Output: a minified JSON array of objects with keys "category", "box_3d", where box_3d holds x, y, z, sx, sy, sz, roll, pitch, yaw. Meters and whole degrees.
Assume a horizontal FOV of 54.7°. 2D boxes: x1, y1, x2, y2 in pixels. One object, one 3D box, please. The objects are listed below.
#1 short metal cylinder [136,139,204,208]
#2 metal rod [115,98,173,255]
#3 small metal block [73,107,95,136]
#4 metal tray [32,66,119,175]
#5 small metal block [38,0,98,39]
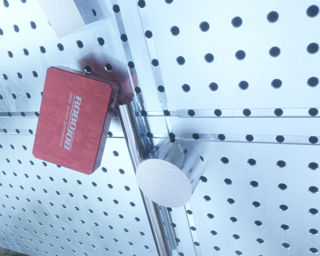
[{"category":"short metal cylinder","box_3d":[0.014,0.062,0.426,0.080,0.050,0.079,13,124,21]},{"category":"metal rod","box_3d":[-0.019,0.095,0.480,0.025,0.025,0.298,2,120,27]},{"category":"small metal block","box_3d":[-0.123,-0.004,0.457,0.025,0.050,0.050,43,129,-2]},{"category":"metal tray","box_3d":[-0.116,-0.011,0.423,0.090,0.030,0.129,17,104,5]},{"category":"small metal block","box_3d":[-0.113,-0.145,0.382,0.050,0.025,0.050,-13,112,33]}]
